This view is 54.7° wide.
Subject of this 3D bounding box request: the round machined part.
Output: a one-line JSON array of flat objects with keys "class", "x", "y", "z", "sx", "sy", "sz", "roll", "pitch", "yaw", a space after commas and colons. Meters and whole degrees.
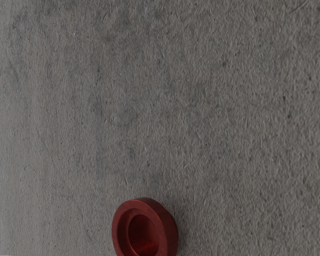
[{"class": "round machined part", "x": -0.015, "y": 0.140, "z": 0.407, "sx": 0.098, "sy": 0.042, "sz": 0.097, "roll": 0, "pitch": 90, "yaw": 40}]
